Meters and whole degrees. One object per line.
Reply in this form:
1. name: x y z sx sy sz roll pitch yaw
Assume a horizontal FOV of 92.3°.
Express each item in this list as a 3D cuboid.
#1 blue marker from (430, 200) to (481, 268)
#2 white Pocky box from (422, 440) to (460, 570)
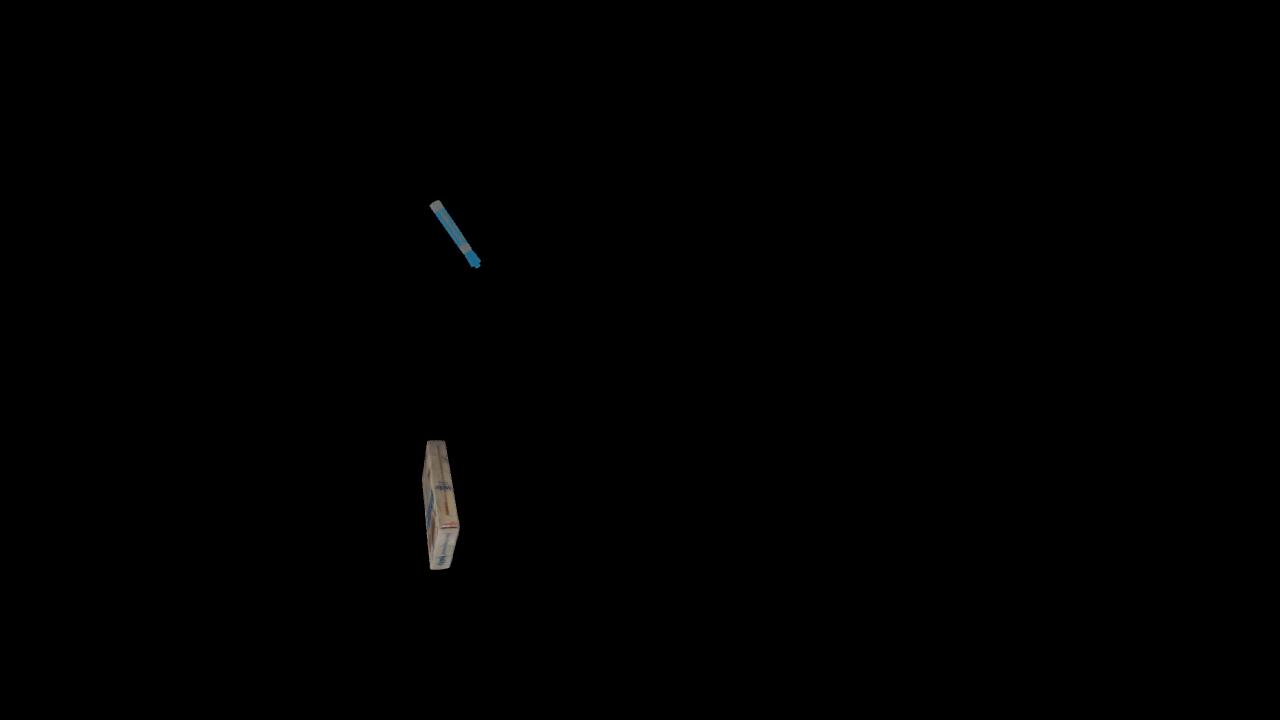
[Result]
1. blue marker: -0.295 -0.201 0.990 0.020 0.121 0.020 -33 8 5
2. white Pocky box: -0.266 0.188 0.815 0.028 0.084 0.154 3 36 -27
